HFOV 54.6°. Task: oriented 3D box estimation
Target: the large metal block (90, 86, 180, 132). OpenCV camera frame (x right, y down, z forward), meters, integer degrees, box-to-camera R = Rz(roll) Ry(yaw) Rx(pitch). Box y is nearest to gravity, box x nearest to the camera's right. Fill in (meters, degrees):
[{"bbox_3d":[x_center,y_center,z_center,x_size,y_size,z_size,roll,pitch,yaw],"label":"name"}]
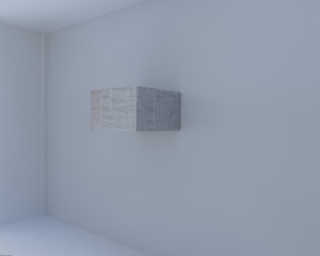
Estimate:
[{"bbox_3d":[-0.031,-0.022,0.395,0.080,0.081,0.050,2,91,40],"label":"large metal block"}]
